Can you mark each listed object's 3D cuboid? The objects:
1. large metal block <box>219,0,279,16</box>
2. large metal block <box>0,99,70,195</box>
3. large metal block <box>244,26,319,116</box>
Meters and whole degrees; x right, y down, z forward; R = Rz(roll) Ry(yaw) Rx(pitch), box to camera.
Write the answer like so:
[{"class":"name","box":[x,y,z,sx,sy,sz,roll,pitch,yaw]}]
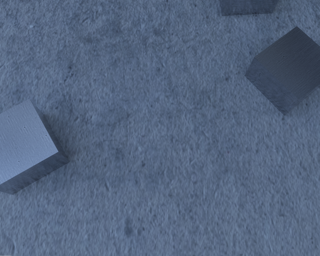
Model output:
[{"class":"large metal block","box":[0.135,-0.225,0.479,0.081,0.050,0.080,-3,70,-2]},{"class":"large metal block","box":[-0.173,0.024,0.384,0.080,0.050,0.080,-31,73,-11]},{"class":"large metal block","box":[0.180,-0.078,0.426,0.080,0.050,0.080,-36,74,-13]}]
